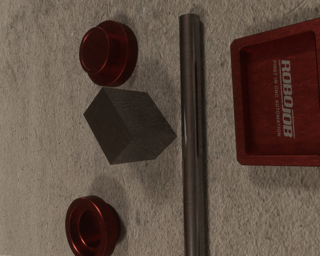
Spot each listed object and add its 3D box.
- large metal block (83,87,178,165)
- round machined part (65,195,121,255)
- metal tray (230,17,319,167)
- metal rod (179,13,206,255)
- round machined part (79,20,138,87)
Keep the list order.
[{"bbox_3d":[-0.038,-0.003,0.398,0.050,0.081,0.080,-48,62,29],"label":"large metal block"},{"bbox_3d":[-0.098,0.152,0.472,0.098,0.042,0.097,0,90,39],"label":"round machined part"},{"bbox_3d":[0.120,-0.029,0.302,0.090,0.030,0.129,-5,87,39],"label":"metal tray"},{"bbox_3d":[0.039,0.016,0.371,0.025,0.025,0.298,-2,89,39],"label":"metal rod"},{"bbox_3d":[-0.082,-0.111,0.459,0.098,0.042,0.097,0,90,39],"label":"round machined part"}]
